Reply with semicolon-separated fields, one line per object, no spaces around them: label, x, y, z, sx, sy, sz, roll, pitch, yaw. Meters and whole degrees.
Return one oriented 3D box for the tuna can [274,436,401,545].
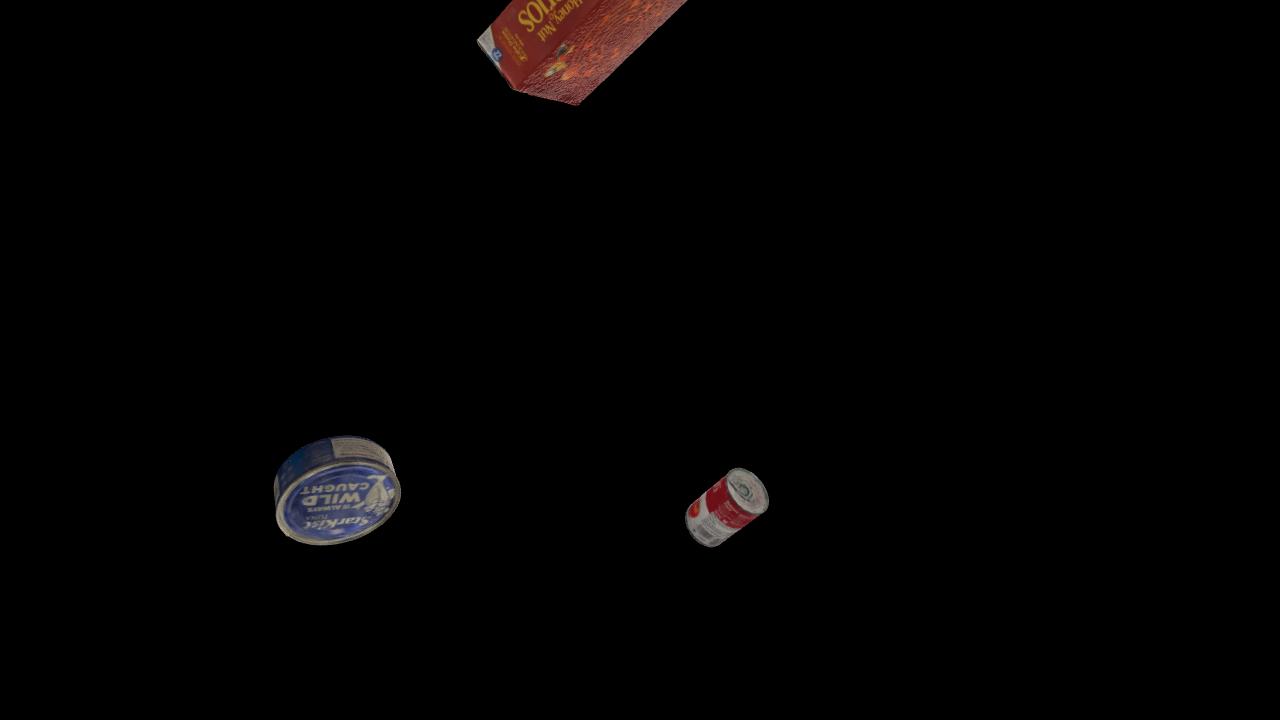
tuna can;-0.227;0.098;0.463;0.084;0.084;0.034;0;34;-35

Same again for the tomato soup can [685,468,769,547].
tomato soup can;0.114;0.198;0.819;0.068;0.068;0.101;0;-38;-39

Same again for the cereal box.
cereal box;-0.022;-0.429;0.705;0.306;0.081;0.203;-34;5;23
